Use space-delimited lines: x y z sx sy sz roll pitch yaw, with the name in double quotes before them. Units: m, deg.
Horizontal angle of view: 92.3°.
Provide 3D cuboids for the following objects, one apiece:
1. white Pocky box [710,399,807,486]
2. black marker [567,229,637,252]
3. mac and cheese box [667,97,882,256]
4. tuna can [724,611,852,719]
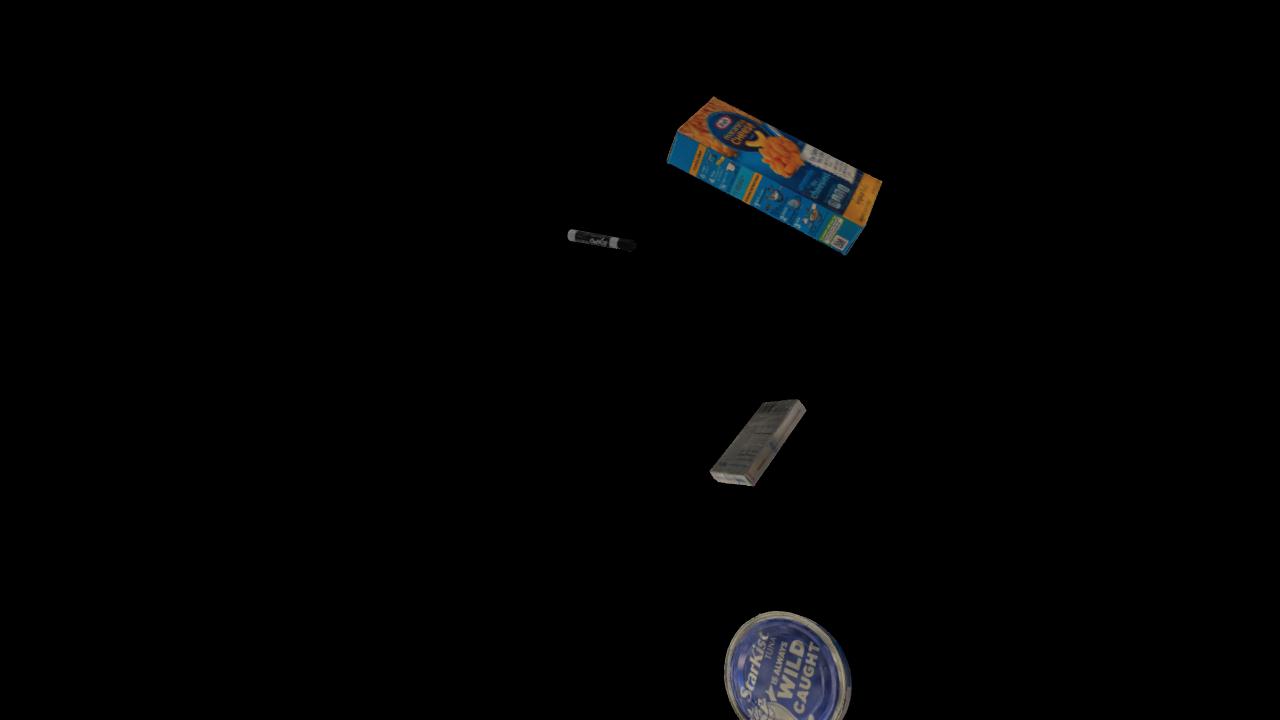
"white Pocky box" 0.176 0.121 0.916 0.154 0.028 0.084 -47 17 -26
"black marker" -0.059 -0.185 0.954 0.121 0.020 0.020 15 7 27
"mac and cheese box" 0.126 -0.175 0.571 0.184 0.093 0.041 29 -40 6
"tuna can" 0.104 0.222 0.432 0.084 0.084 0.034 0 -23 28
